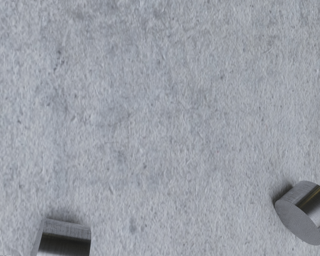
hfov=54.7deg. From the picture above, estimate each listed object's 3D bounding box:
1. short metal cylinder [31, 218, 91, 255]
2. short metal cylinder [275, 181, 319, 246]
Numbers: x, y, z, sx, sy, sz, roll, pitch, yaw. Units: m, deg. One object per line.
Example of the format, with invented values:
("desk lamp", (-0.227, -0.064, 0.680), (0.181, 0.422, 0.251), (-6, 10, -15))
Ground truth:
("short metal cylinder", (-0.113, 0.144, 0.339), (0.050, 0.080, 0.080), (18, 84, -20))
("short metal cylinder", (0.222, 0.126, 0.464), (0.050, 0.080, 0.080), (-33, 101, -17))
